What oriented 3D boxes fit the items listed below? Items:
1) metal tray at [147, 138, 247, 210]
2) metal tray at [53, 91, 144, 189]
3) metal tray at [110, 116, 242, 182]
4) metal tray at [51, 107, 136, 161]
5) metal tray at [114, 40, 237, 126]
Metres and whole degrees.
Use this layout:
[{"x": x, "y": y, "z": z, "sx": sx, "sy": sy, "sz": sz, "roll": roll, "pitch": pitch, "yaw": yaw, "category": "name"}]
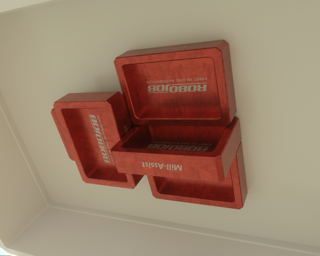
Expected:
[{"x": 0.045, "y": 0.057, "z": 0.414, "sx": 0.130, "sy": 0.030, "sz": 0.089, "roll": 1, "pitch": 119, "yaw": 27, "category": "metal tray"}, {"x": -0.079, "y": 0.017, "z": 0.414, "sx": 0.090, "sy": 0.030, "sz": 0.129, "roll": 1, "pitch": 119, "yaw": 27, "category": "metal tray"}, {"x": 0.020, "y": 0.019, "z": 0.363, "sx": 0.130, "sy": 0.090, "sz": 0.030, "roll": 1, "pitch": 119, "yaw": 27, "category": "metal tray"}, {"x": -0.087, "y": 0.006, "z": 0.449, "sx": 0.130, "sy": 0.030, "sz": 0.089, "roll": 0, "pitch": 119, "yaw": 27, "category": "metal tray"}, {"x": 0.018, "y": -0.049, "z": 0.363, "sx": 0.130, "sy": 0.030, "sz": 0.089, "roll": 1, "pitch": 119, "yaw": 27, "category": "metal tray"}]
